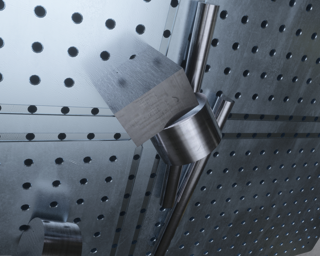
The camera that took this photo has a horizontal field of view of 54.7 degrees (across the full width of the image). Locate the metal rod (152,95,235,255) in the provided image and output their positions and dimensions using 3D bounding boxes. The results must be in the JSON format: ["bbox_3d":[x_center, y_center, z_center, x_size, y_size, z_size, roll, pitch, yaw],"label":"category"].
[{"bbox_3d":[0.046,0.089,0.491,0.025,0.025,0.298,7,115,-31],"label":"metal rod"}]

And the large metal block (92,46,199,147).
[{"bbox_3d":[-0.017,-0.038,0.342,0.080,0.080,0.050,-35,129,-5],"label":"large metal block"}]

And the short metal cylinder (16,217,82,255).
[{"bbox_3d":[-0.143,0.159,0.396,0.050,0.080,0.080,24,105,-37],"label":"short metal cylinder"}]

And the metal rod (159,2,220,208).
[{"bbox_3d":[0.033,-0.012,0.421,0.025,0.025,0.298,-5,121,-26],"label":"metal rod"}]

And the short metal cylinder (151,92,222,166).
[{"bbox_3d":[0.027,0.000,0.368,0.080,0.080,0.050,-31,114,-8],"label":"short metal cylinder"}]
